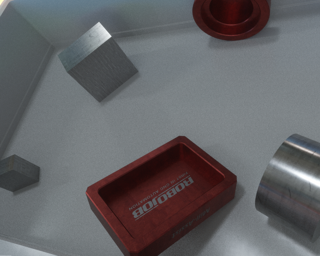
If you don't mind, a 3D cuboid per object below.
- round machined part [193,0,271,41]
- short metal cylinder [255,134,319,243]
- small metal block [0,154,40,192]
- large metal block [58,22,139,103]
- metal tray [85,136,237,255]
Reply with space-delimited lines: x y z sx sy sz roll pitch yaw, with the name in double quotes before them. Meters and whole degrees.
"round machined part" 0.095 -0.165 0.409 0.098 0.098 0.042 0 63 28
"short metal cylinder" 0.128 0.051 0.272 0.050 0.080 0.080 28 77 37
"small metal block" -0.217 0.068 0.459 0.050 0.050 0.025 -23 54 14
"large metal block" -0.094 -0.100 0.479 0.080 0.080 0.050 -39 51 2
"metal tray" 0.003 0.067 0.321 0.131 0.030 0.090 -28 46 -26
